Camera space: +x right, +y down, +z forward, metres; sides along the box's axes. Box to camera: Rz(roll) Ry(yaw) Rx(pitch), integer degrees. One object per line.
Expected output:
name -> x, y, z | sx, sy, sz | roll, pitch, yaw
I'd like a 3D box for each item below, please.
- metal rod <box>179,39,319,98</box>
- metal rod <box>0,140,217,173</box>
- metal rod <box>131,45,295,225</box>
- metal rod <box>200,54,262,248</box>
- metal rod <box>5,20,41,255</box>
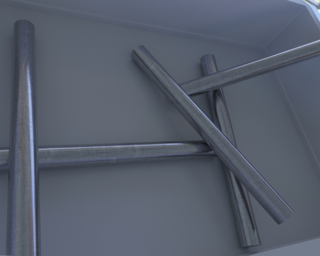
metal rod -> 0.167, -0.098, 0.474 | 0.302, 0.025, 0.025 | -19, 70, -8
metal rod -> -0.053, 0.030, 0.359 | 0.303, 0.025, 0.025 | -1, 62, -29
metal rod -> 0.058, -0.003, 0.412 | 0.025, 0.025, 0.300 | -25, 67, -37
metal rod -> 0.096, 0.014, 0.450 | 0.025, 0.025, 0.299 | 8, 58, -25
metal rod -> -0.136, -0.007, 0.309 | 0.025, 0.025, 0.299 | 3, 52, -27
